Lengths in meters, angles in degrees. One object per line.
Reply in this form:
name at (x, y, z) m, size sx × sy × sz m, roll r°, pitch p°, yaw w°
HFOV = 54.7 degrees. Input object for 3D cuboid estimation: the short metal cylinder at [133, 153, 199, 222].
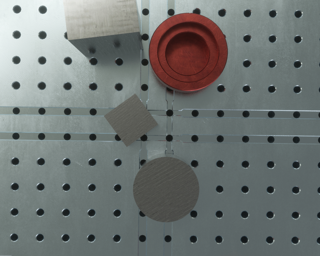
short metal cylinder at (0.008, 0.075, 0.401) m, size 0.081 × 0.050 × 0.079 m, roll 0°, pitch 90°, yaw 0°

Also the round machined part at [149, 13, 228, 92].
round machined part at (0.035, -0.095, 0.405) m, size 0.099 × 0.042 × 0.097 m, roll 0°, pitch 90°, yaw 0°

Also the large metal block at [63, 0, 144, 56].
large metal block at (-0.066, -0.128, 0.385) m, size 0.080 × 0.080 × 0.050 m, roll -7°, pitch 90°, yaw 0°

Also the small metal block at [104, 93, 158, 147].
small metal block at (-0.037, -0.010, 0.413) m, size 0.050 × 0.025 × 0.050 m, roll -36°, pitch 90°, yaw 0°
